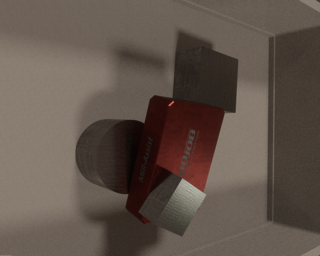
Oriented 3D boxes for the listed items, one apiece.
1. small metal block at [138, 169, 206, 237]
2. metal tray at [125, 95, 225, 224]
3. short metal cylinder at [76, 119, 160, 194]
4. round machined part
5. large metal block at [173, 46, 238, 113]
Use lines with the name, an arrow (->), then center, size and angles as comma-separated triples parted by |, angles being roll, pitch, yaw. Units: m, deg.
small metal block -> 0.014, 0.077, 0.316 | 0.050, 0.025, 0.050 | 40, 78, -43
metal tray -> 0.018, 0.034, 0.343 | 0.091, 0.030, 0.129 | 4, 103, -43
short metal cylinder -> -0.047, 0.030, 0.351 | 0.081, 0.050, 0.079 | -2, 93, -39
round machined part -> 0.020, 0.019, 0.395 | 0.098, 0.042, 0.097 | 15, 91, -74
large metal block -> 0.067, -0.065, 0.448 | 0.081, 0.050, 0.080 | 6, 86, -40
